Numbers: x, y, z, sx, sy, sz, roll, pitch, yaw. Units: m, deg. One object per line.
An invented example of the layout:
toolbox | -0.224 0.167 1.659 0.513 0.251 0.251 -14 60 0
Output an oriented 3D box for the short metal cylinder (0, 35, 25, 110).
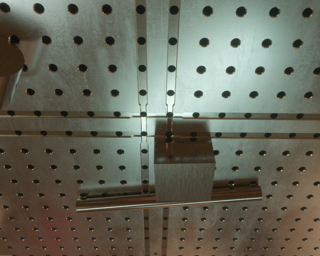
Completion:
short metal cylinder | -0.190 -0.061 0.322 0.080 0.080 0.050 23 126 -19

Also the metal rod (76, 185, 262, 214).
metal rod | 0.013 0.118 0.512 0.302 0.025 0.025 -5 130 4

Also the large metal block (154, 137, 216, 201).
large metal block | 0.033 0.060 0.447 0.080 0.050 0.079 -1 130 1
